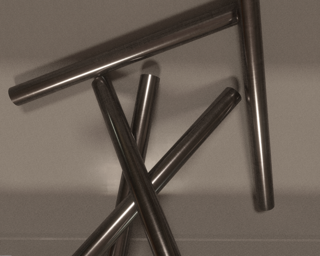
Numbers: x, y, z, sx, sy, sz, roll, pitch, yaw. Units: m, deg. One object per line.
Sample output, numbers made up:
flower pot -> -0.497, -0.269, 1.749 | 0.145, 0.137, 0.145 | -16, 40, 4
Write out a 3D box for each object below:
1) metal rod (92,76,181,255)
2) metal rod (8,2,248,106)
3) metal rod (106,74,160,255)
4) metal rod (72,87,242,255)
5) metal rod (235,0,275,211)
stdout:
metal rod -> -0.019, 0.066, 0.330 | 0.025, 0.025, 0.299 | -29, 65, 9
metal rod -> -0.043, -0.089, 0.377 | 0.301, 0.025, 0.025 | -19, 109, 6
metal rod -> -0.039, 0.082, 0.375 | 0.025, 0.025, 0.298 | 11, 84, -4
metal rod -> -0.005, 0.061, 0.360 | 0.301, 0.025, 0.025 | -46, 106, -15
metal rod -> 0.123, -0.018, 0.391 | 0.025, 0.025, 0.298 | -12, 116, 4
